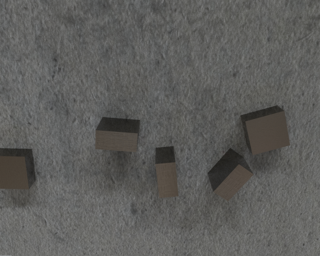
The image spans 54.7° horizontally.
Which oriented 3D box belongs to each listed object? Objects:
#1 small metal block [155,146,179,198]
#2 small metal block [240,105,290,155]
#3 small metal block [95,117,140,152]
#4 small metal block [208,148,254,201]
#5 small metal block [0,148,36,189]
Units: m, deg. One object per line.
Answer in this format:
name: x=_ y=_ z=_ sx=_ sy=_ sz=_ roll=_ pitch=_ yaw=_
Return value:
small metal block: x=0.009 y=0.058 z=0.418 sx=0.025 sy=0.050 sz=0.050 roll=-5 pitch=110 yaw=2
small metal block: x=0.140 y=0.003 z=0.413 sx=0.050 sy=0.025 sz=0.050 roll=-16 pitch=110 yaw=5
small metal block: x=-0.053 y=0.007 z=0.399 sx=0.050 sy=0.050 sz=0.025 roll=4 pitch=110 yaw=-2
small metal block: x=0.094 y=0.062 z=0.421 sx=0.025 sy=0.050 sz=0.050 roll=35 pitch=106 yaw=-12
small metal block: x=-0.204 y=0.056 z=0.428 sx=0.050 sy=0.025 sz=0.050 roll=2 pitch=110 yaw=-1
